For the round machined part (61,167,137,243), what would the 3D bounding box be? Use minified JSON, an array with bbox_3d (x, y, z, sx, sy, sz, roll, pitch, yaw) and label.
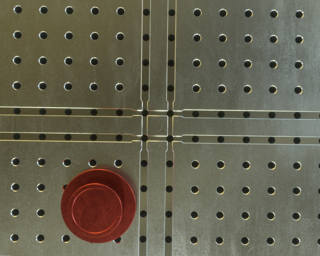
[{"bbox_3d":[-0.081,0.102,0.404,0.099,0.042,0.097,0,90,0],"label":"round machined part"}]
